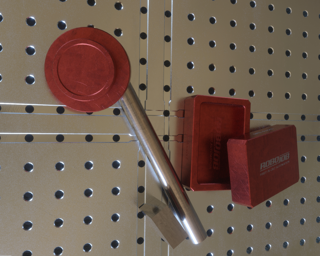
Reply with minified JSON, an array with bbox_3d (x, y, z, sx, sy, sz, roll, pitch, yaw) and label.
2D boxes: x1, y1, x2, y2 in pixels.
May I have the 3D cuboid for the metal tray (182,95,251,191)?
[{"bbox_3d":[0.080,0.022,0.441,0.091,0.030,0.129,3,89,-21],"label":"metal tray"}]

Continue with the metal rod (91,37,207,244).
[{"bbox_3d":[-0.011,0.022,0.409,0.025,0.025,0.299,-30,100,-18],"label":"metal rod"}]

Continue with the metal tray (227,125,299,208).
[{"bbox_3d":[0.152,0.049,0.443,0.131,0.030,0.089,-12,99,-39],"label":"metal tray"}]

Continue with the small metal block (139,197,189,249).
[{"bbox_3d":[0.004,0.122,0.402,0.025,0.050,0.050,-37,102,-16],"label":"small metal block"}]

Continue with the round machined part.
[{"bbox_3d":[-0.084,-0.066,0.357,0.099,0.042,0.097,0,100,-2],"label":"round machined part"}]
